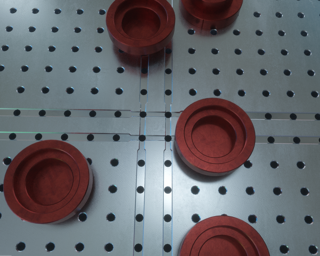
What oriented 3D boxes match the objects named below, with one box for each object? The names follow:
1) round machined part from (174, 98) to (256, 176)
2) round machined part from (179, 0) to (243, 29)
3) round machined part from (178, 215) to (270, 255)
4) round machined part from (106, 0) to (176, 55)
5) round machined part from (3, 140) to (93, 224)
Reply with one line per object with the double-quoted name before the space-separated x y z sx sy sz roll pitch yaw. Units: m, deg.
"round machined part" 0.068 0.014 0.398 0.099 0.042 0.098 0 70 -1
"round machined part" 0.080 -0.206 0.479 0.099 0.042 0.098 0 70 -1
"round machined part" 0.070 0.150 0.349 0.099 0.042 0.098 0 70 -1
"round machined part" -0.027 -0.149 0.457 0.099 0.042 0.098 0 70 -1
"round machined part" -0.131 0.067 0.377 0.099 0.042 0.098 0 70 -1
